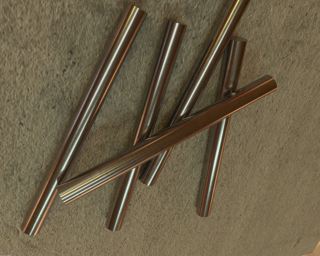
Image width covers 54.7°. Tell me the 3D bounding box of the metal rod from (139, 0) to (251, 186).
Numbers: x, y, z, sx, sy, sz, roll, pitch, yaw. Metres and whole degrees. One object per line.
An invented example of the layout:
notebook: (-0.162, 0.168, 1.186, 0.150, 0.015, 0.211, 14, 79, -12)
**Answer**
metal rod: (0.044, -0.053, 0.397, 0.025, 0.025, 0.298, 14, 111, -34)

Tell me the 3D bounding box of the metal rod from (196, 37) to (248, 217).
metal rod: (0.086, 0.017, 0.463, 0.025, 0.025, 0.298, -9, 123, -24)

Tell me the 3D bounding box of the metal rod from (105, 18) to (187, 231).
metal rod: (-0.025, 0.013, 0.400, 0.025, 0.025, 0.298, 4, 116, -31)

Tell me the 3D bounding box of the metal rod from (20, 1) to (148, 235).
metal rod: (-0.094, 0.002, 0.356, 0.025, 0.025, 0.298, 18, 109, -35)

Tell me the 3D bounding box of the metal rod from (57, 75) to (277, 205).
metal rod: (0.017, 0.009, 0.387, 0.302, 0.025, 0.025, -28, 128, -11)
